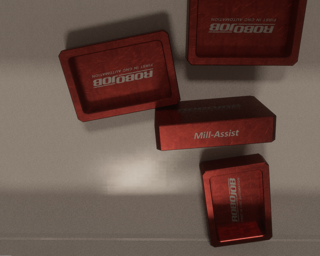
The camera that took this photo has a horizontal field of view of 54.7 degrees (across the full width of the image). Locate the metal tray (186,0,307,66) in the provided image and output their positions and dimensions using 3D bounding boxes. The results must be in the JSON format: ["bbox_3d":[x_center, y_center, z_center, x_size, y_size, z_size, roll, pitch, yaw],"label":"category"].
[{"bbox_3d":[0.098,-0.121,0.365,0.131,0.030,0.089,0,110,-1],"label":"metal tray"}]

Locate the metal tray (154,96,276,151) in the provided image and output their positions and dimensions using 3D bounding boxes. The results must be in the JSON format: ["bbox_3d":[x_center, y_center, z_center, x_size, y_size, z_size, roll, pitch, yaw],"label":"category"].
[{"bbox_3d":[0.060,-0.009,0.374,0.131,0.090,0.030,-4,110,1],"label":"metal tray"}]

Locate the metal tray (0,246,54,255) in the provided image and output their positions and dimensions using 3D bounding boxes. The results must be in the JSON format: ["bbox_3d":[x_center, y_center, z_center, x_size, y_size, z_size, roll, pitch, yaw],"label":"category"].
[{"bbox_3d":[-0.226,0.259,0.503,0.091,0.030,0.129,14,109,-6],"label":"metal tray"}]

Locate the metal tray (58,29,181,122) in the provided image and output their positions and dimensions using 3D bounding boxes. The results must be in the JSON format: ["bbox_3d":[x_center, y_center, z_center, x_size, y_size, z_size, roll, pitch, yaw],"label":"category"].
[{"bbox_3d":[-0.047,-0.064,0.384,0.131,0.030,0.089,-11,110,3],"label":"metal tray"}]

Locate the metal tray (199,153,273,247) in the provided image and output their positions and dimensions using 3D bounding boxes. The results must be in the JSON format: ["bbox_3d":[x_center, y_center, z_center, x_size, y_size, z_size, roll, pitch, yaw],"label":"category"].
[{"bbox_3d":[0.111,0.107,0.449,0.091,0.030,0.129,-9,110,3],"label":"metal tray"}]
